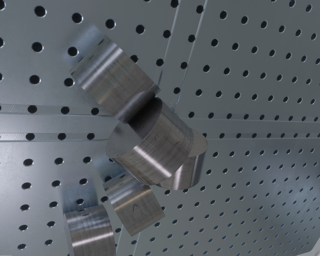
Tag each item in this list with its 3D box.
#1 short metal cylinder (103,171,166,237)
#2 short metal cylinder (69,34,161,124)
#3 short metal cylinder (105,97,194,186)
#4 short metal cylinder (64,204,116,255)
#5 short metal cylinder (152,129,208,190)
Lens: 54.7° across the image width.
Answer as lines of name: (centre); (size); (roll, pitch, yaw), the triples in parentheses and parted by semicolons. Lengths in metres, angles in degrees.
short metal cylinder: (-0.035, 0.097, 0.416); (0.050, 0.080, 0.080); (-30, 129, -10)
short metal cylinder: (-0.045, -0.049, 0.320); (0.050, 0.080, 0.080); (-45, 129, 3)
short metal cylinder: (-0.011, 0.014, 0.329); (0.080, 0.080, 0.050); (-45, 116, 3)
short metal cylinder: (-0.095, 0.148, 0.415); (0.050, 0.080, 0.079); (-9, 123, -24)
short metal cylinder: (0.019, 0.036, 0.408); (0.081, 0.080, 0.050); (-7, 122, -25)
